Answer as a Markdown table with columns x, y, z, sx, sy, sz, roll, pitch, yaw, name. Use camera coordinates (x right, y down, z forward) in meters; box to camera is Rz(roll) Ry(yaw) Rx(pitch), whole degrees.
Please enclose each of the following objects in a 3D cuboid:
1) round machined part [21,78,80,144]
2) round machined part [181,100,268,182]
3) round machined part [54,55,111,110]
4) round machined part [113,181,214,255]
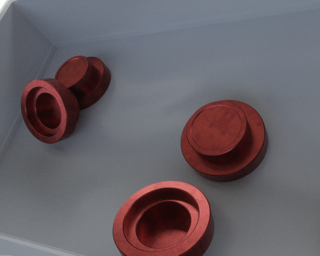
| x | y | z | sx | sy | sz | roll | pitch | yaw | name |
| --- | --- | --- | --- | --- | --- | --- | --- | --- | --- |
| -0.164 | -0.028 | 0.477 | 0.098 | 0.042 | 0.097 | 8 | 107 | 28 | round machined part |
| 0.069 | 0.008 | 0.353 | 0.098 | 0.042 | 0.098 | -13 | 56 | 21 | round machined part |
| -0.135 | -0.081 | 0.516 | 0.098 | 0.042 | 0.098 | -13 | 56 | 21 | round machined part |
| 0.006 | 0.103 | 0.313 | 0.098 | 0.042 | 0.098 | -12 | 33 | 8 | round machined part |
